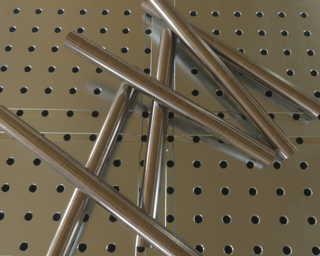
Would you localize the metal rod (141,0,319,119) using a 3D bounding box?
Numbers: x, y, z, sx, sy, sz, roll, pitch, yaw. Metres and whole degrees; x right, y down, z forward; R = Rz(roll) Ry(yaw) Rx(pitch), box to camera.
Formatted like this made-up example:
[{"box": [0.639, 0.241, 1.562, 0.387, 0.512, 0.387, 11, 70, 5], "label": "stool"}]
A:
[{"box": [0.097, -0.108, 0.451, 0.300, 0.025, 0.025, 36, 74, 12], "label": "metal rod"}]

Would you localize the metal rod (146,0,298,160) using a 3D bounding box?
[{"box": [0.078, -0.082, 0.427, 0.025, 0.025, 0.300, -36, 79, -12], "label": "metal rod"}]

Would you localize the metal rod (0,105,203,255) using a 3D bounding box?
[{"box": [-0.083, 0.064, 0.360, 0.300, 0.025, 0.025, 34, 74, 11], "label": "metal rod"}]

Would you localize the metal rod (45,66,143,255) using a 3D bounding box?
[{"box": [-0.083, 0.051, 0.392, 0.025, 0.025, 0.300, 18, 71, 6], "label": "metal rod"}]

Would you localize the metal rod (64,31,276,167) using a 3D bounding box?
[{"box": [0.013, -0.038, 0.399, 0.301, 0.025, 0.025, 31, 73, 0], "label": "metal rod"}]

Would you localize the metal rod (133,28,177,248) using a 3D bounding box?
[{"box": [-0.003, -0.001, 0.412, 0.025, 0.025, 0.299, 6, 70, 2], "label": "metal rod"}]
